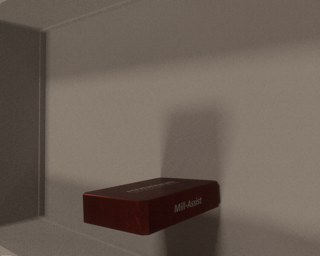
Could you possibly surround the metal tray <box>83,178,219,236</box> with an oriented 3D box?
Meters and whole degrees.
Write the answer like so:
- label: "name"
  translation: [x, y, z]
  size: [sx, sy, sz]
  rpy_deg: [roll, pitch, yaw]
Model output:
- label: "metal tray"
  translation: [-0.006, 0.080, 0.341]
  size: [0.090, 0.131, 0.030]
  rpy_deg: [-4, 88, 39]
